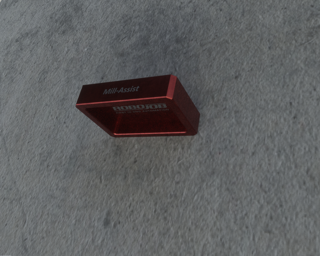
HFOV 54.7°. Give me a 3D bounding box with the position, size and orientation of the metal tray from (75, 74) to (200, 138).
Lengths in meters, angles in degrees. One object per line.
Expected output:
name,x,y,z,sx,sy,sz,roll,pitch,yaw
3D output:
metal tray,-0.026,-0.022,0.387,0.130,0.090,0.030,-2,61,26
